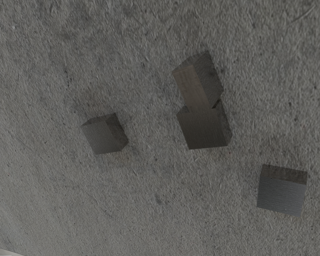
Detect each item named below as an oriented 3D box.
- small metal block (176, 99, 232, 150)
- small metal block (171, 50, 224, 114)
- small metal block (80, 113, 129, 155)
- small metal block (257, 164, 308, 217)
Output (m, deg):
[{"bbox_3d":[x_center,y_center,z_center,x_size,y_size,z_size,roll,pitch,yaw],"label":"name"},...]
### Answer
[{"bbox_3d":[0.054,-0.003,0.376,0.050,0.025,0.050,-8,114,32],"label":"small metal block"},{"bbox_3d":[0.043,-0.051,0.337,0.025,0.050,0.050,-14,111,34],"label":"small metal block"},{"bbox_3d":[-0.081,0.009,0.456,0.050,0.025,0.050,-11,113,32],"label":"small metal block"},{"bbox_3d":[0.147,0.075,0.376,0.050,0.025,0.050,9,123,23],"label":"small metal block"}]
